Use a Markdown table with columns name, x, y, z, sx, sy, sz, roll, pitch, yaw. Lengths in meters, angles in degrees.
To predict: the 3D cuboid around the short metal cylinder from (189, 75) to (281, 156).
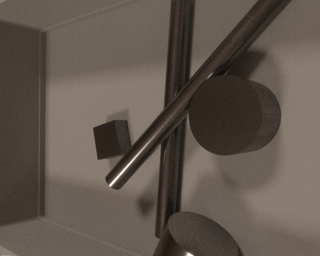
| name | x | y | z | sx | sy | sz | roll | pitch | yaw |
| --- | --- | --- | --- | --- | --- | --- | --- | --- | --- |
| short metal cylinder | 0.078 | -0.013 | 0.325 | 0.080 | 0.050 | 0.079 | 0 | 90 | 39 |

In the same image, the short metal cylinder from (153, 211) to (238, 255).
| name | x | y | z | sx | sy | sz | roll | pitch | yaw |
| --- | --- | --- | --- | --- | --- | --- | --- | --- | --- |
| short metal cylinder | 0.037 | 0.137 | 0.339 | 0.080 | 0.081 | 0.050 | 33 | 111 | 35 |

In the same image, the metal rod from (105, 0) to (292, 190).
| name | x | y | z | sx | sy | sz | roll | pitch | yaw |
| --- | --- | --- | --- | --- | --- | --- | --- | --- | --- |
| metal rod | 0.033 | -0.035 | 0.353 | 0.299 | 0.025 | 0.025 | -49 | 61 | 20 |

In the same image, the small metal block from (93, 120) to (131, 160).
| name | x | y | z | sx | sy | sz | roll | pitch | yaw |
| --- | --- | --- | --- | --- | --- | --- | --- | --- | --- |
| small metal block | -0.071 | 0.018 | 0.463 | 0.050 | 0.025 | 0.050 | -17 | 80 | 38 |

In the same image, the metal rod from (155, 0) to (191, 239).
| name | x | y | z | sx | sy | sz | roll | pitch | yaw |
| --- | --- | --- | --- | --- | --- | --- | --- | --- | --- |
| metal rod | 0.016 | -0.009 | 0.391 | 0.025 | 0.025 | 0.298 | 7 | 94 | 39 |
